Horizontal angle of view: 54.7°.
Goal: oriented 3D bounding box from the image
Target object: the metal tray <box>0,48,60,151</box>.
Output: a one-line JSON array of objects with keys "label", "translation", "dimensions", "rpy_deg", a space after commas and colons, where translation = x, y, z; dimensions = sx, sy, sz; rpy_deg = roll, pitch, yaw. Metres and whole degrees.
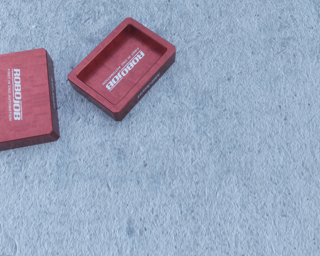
[{"label": "metal tray", "translation": [-0.190, -0.040, 0.419], "dimensions": [0.091, 0.030, 0.130], "rpy_deg": [-10, 70, -4]}]

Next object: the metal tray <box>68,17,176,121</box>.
[{"label": "metal tray", "translation": [-0.051, -0.085, 0.435], "dimensions": [0.090, 0.030, 0.130], "rpy_deg": [37, 74, 12]}]
